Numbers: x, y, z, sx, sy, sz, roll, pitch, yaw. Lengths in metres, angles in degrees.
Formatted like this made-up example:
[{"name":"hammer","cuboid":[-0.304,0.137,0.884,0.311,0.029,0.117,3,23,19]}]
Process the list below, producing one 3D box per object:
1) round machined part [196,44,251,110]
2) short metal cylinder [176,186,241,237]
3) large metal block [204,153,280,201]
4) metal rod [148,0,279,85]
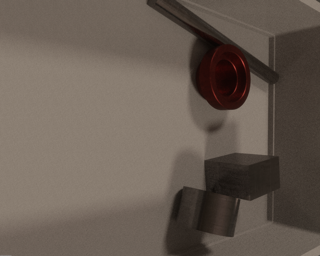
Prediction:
[{"name":"round machined part","cuboid":[0.093,-0.076,0.476,0.099,0.042,0.097,0,90,-40]},{"name":"short metal cylinder","cuboid":[0.066,0.115,0.429,0.080,0.080,0.050,22,76,-38]},{"name":"large metal block","cuboid":[0.128,0.072,0.481,0.081,0.080,0.050,-7,95,-40]},{"name":"metal rod","cuboid":[0.104,-0.132,0.495,0.302,0.025,0.025,19,78,-39]}]
